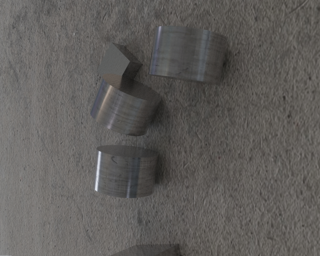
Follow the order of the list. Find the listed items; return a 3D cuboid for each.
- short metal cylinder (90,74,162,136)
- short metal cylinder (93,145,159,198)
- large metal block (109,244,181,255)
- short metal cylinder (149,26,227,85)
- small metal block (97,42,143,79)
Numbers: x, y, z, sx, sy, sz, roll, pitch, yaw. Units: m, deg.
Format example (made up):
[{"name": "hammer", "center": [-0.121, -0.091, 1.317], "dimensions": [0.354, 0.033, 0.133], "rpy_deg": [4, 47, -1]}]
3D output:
[{"name": "short metal cylinder", "center": [-0.045, -0.031, 0.406], "dimensions": [0.080, 0.081, 0.050], "rpy_deg": [38, 113, 33]}, {"name": "short metal cylinder", "center": [-0.045, 0.054, 0.406], "dimensions": [0.080, 0.081, 0.050], "rpy_deg": [11, 97, 39]}, {"name": "large metal block", "center": [-0.014, 0.199, 0.400], "dimensions": [0.080, 0.050, 0.080], "rpy_deg": [-19, 78, 38]}, {"name": "short metal cylinder", "center": [0.030, -0.078, 0.344], "dimensions": [0.080, 0.081, 0.050], "rpy_deg": [15, 100, 39]}, {"name": "small metal block", "center": [-0.060, -0.089, 0.455], "dimensions": [0.050, 0.025, 0.050], "rpy_deg": [49, 119, 29]}]
